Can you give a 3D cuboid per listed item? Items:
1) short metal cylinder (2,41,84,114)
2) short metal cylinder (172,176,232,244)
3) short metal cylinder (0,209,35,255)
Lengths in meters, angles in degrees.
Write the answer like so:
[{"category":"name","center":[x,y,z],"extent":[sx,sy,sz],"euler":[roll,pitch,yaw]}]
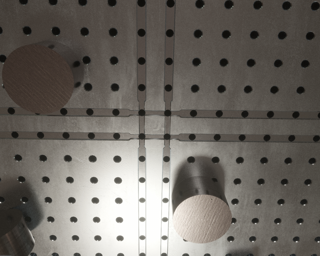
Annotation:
[{"category":"short metal cylinder","center":[-0.139,-0.063,0.375],"extent":[0.081,0.050,0.079],"euler":[0,110,-1]},{"category":"short metal cylinder","center":[0.057,0.116,0.444],"extent":[0.081,0.050,0.079],"euler":[0,110,-1]},{"category":"short metal cylinder","center":[-0.228,0.160,0.440],"extent":[0.080,0.080,0.050],"euler":[-12,110,4]}]
